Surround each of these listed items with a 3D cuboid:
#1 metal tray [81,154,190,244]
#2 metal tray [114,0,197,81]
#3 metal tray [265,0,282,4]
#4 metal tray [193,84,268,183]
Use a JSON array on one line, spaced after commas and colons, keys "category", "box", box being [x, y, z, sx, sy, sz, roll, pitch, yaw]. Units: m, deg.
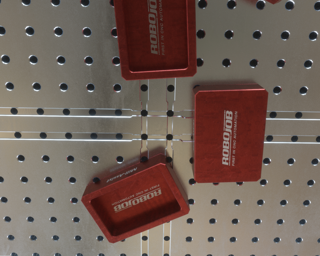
[{"category": "metal tray", "box": [-0.034, 0.104, 0.448, 0.130, 0.030, 0.090, -24, 109, 8]}, {"category": "metal tray", "box": [-0.005, -0.125, 0.364, 0.090, 0.030, 0.129, -3, 110, 1]}, {"category": "metal tray", "box": [0.089, -0.200, 0.320, 0.131, 0.030, 0.090, 23, 86, -8]}, {"category": "metal tray", "box": [0.090, 0.009, 0.415, 0.090, 0.030, 0.129, -2, 110, 0]}]
